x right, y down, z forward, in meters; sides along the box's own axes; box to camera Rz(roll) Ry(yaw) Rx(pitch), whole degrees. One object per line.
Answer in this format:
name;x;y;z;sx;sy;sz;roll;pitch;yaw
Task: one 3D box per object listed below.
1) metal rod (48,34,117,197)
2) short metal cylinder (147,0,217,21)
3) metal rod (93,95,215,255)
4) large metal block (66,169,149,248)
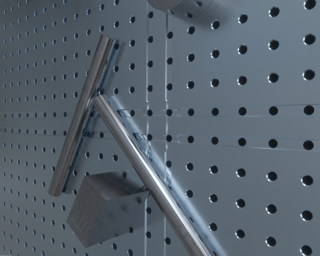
metal rod;-0.135;-0.010;0.521;0.025;0.025;0.298;37;113;33
short metal cylinder;0.026;-0.175;0.371;0.080;0.050;0.080;0;90;40
metal rod;-0.014;0.064;0.421;0.025;0.025;0.300;-52;60;28
large metal block;-0.072;0.109;0.433;0.050;0.081;0.079;38;114;33
